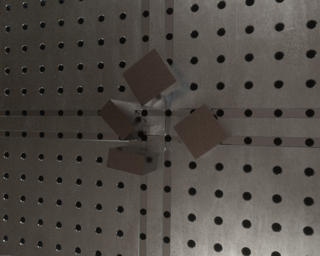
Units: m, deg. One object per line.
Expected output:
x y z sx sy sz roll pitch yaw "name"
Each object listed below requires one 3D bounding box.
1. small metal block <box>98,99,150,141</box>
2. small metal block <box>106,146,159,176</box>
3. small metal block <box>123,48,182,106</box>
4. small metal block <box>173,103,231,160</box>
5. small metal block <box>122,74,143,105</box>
-0.047 -0.010 0.415 0.025 0.050 0.050 -47 76 14 "small metal block"
-0.035 0.042 0.411 0.050 0.050 0.025 11 94 19 "small metal block"
-0.009 -0.062 0.388 0.050 0.025 0.050 -35 79 16 "small metal block"
0.054 0.004 0.393 0.050 0.025 0.050 -37 79 16 "small metal block"
-0.014 -0.065 0.417 0.050 0.025 0.050 -35 79 16 "small metal block"
